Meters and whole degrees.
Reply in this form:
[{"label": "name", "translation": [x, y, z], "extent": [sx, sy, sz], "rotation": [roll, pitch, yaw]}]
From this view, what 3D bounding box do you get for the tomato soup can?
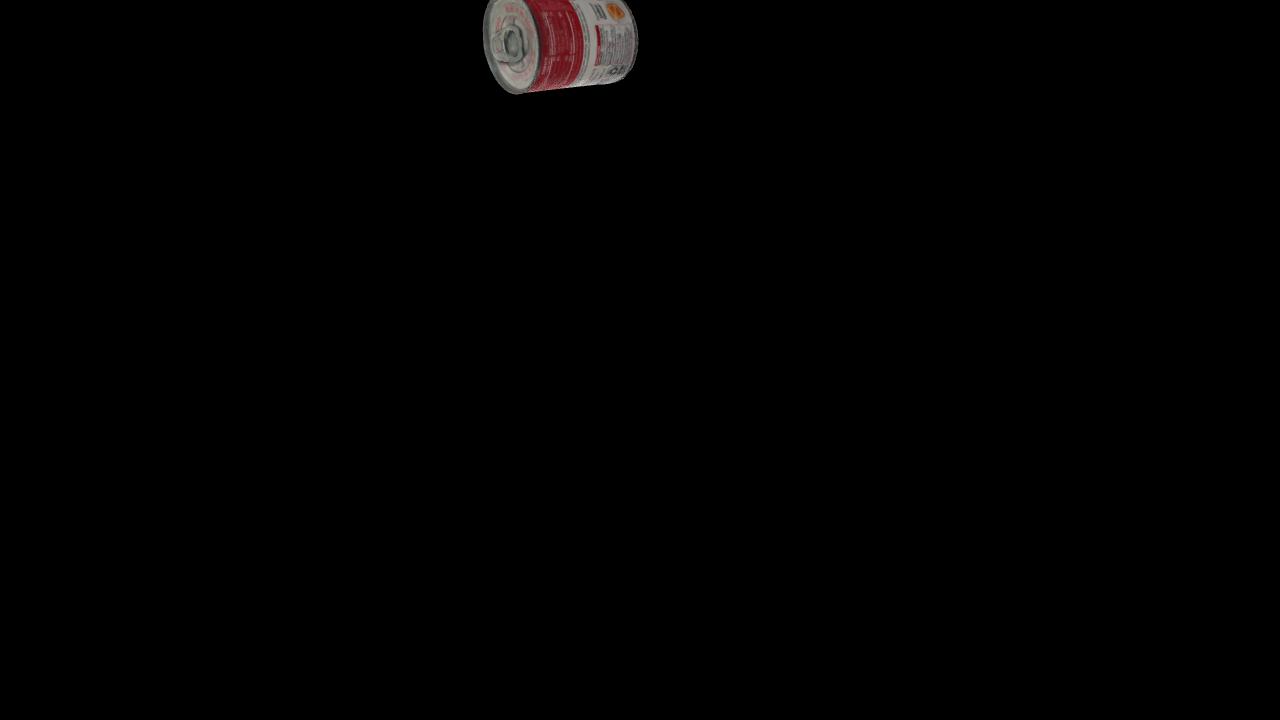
[{"label": "tomato soup can", "translation": [-0.058, -0.244, 0.470], "extent": [0.101, 0.068, 0.068], "rotation": [-27, 18, -38]}]
